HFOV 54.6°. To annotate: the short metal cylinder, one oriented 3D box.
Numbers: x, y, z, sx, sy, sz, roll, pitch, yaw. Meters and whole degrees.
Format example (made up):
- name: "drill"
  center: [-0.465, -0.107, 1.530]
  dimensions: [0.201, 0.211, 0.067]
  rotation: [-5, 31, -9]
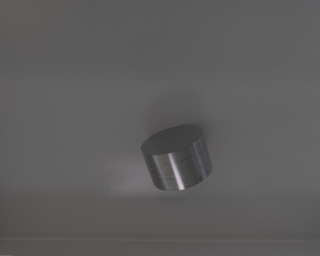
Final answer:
- name: "short metal cylinder"
  center: [0.022, 0.036, 0.395]
  dimensions: [0.080, 0.080, 0.050]
  rotation: [-16, 109, 6]
